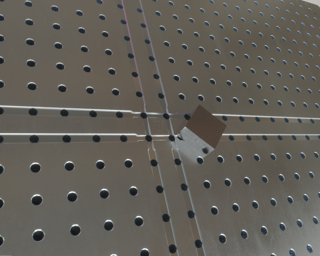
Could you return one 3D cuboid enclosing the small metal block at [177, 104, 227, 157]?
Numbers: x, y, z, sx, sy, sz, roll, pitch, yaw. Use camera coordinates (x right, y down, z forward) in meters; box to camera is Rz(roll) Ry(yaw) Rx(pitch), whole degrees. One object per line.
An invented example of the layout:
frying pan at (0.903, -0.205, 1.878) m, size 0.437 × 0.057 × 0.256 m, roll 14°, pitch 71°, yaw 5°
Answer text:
small metal block at (0.060, 0.003, 0.438) m, size 0.050 × 0.025 × 0.050 m, roll 38°, pitch 51°, yaw -3°
